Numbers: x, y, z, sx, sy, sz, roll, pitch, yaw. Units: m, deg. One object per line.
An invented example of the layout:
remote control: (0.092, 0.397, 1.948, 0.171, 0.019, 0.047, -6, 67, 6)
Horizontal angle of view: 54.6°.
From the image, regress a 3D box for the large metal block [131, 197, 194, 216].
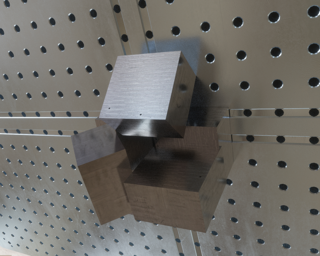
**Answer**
large metal block: (0.017, 0.100, 0.422, 0.080, 0.050, 0.080, 2, 164, 27)

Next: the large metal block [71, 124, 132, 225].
large metal block: (-0.064, 0.050, 0.366, 0.050, 0.080, 0.080, -20, 117, -13)

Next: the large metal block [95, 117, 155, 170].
large metal block: (-0.033, 0.016, 0.423, 0.080, 0.050, 0.080, 7, 122, 25)

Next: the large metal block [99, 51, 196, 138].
large metal block: (-0.012, -0.036, 0.350, 0.080, 0.080, 0.050, 2, 158, 27)

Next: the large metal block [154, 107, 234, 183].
large metal block: (0.043, 0.020, 0.385, 0.080, 0.050, 0.080, 3, 120, 27)

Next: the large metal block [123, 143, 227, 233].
large metal block: (0.020, 0.059, 0.337, 0.080, 0.080, 0.050, 2, 119, 27)
